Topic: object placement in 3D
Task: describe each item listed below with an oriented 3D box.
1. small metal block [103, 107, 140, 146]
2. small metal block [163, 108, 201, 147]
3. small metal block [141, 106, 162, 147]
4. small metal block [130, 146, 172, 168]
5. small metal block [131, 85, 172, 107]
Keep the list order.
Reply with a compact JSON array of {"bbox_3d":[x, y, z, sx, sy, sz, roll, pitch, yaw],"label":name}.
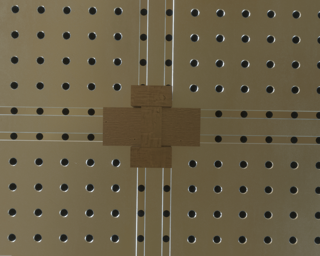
[{"bbox_3d":[-0.049,-0.002,0.412,0.050,0.025,0.050,1,90,-1],"label":"small metal block"},{"bbox_3d":[0.027,-0.001,0.413,0.050,0.025,0.050,1,90,-1],"label":"small metal block"},{"bbox_3d":[-0.011,-0.002,0.400,0.025,0.050,0.050,1,90,0],"label":"small metal block"},{"bbox_3d":[-0.011,0.036,0.400,0.050,0.050,0.025,1,90,-1],"label":"small metal block"},{"bbox_3d":[-0.010,-0.039,0.400,0.050,0.050,0.025,1,90,-1],"label":"small metal block"}]
